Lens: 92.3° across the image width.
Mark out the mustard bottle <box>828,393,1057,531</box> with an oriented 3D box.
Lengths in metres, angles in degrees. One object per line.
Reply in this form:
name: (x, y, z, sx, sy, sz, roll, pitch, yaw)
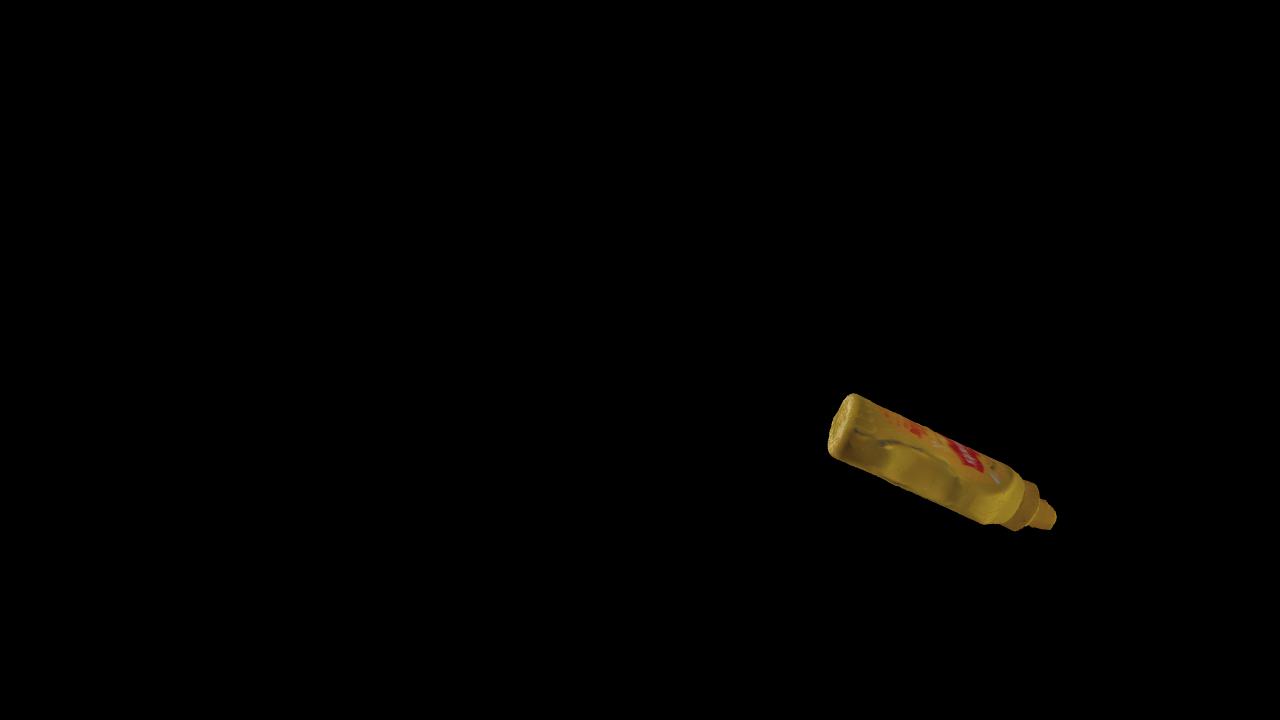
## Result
mustard bottle: (0.253, 0.092, 0.514, 0.184, 0.054, 0.092, 25, 14, 10)
